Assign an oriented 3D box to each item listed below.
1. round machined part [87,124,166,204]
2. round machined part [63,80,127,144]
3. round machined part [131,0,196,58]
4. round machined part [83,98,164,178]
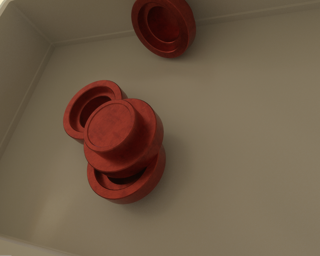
[{"bbox_3d":[-0.037,0.047,0.384,0.098,0.042,0.098,-13,56,20],"label":"round machined part"},{"bbox_3d":[-0.087,-0.018,0.450,0.098,0.042,0.098,-13,56,20],"label":"round machined part"},{"bbox_3d":[0.010,-0.155,0.452,0.098,0.098,0.042,15,51,34],"label":"round machined part"},{"bbox_3d":[-0.049,0.006,0.362,0.098,0.042,0.098,-13,56,20],"label":"round machined part"}]
